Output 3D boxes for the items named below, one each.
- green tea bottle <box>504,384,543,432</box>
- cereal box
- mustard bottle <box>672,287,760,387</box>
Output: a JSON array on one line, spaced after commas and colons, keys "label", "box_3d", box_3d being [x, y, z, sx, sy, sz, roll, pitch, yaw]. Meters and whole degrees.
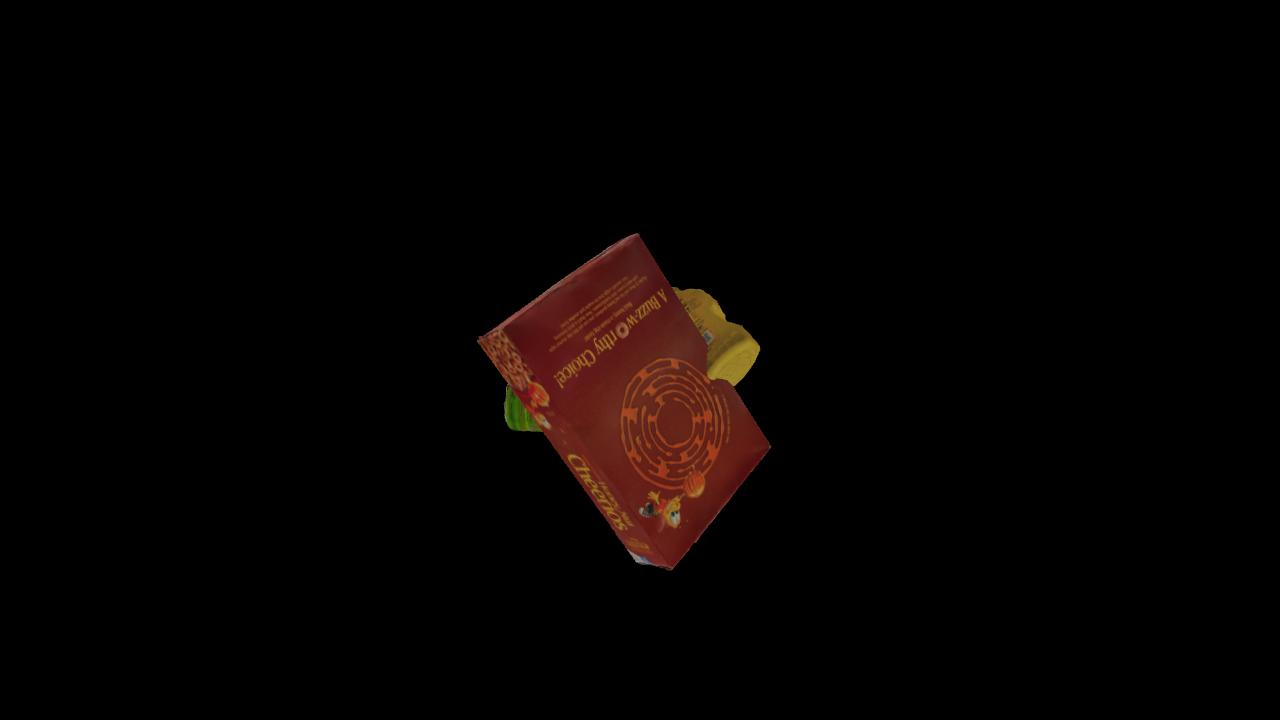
[{"label": "green tea bottle", "box_3d": [-0.057, 0.059, 0.762, 0.212, 0.073, 0.073, 3, 0, 6]}, {"label": "cereal box", "box_3d": [-0.003, 0.044, 0.672, 0.203, 0.306, 0.081, -42, 16, -33]}, {"label": "mustard bottle", "box_3d": [0.065, -0.039, 0.759, 0.054, 0.092, 0.184, 22, 22, -40]}]
